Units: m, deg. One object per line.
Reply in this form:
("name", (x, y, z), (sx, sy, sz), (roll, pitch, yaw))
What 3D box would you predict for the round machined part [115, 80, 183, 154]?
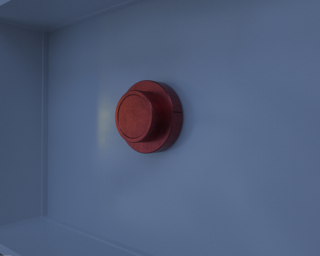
("round machined part", (-0.021, -0.015, 0.411), (0.098, 0.042, 0.097), (0, 90, 40))
